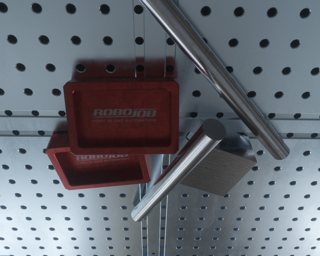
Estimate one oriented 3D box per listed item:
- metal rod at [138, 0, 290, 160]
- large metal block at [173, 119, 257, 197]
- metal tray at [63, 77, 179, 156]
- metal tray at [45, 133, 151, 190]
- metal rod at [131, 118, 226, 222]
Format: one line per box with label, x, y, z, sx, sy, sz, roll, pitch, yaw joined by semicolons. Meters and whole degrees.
metal rod;0.078;-0.052;0.368;0.025;0.025;0.300;-33;123;24
large metal block;0.073;0.044;0.434;0.081;0.050;0.079;19;127;-16
metal tray;-0.043;-0.014;0.374;0.131;0.030;0.089;-1;108;0
metal tray;-0.083;0.045;0.445;0.131;0.030;0.089;-6;130;4
metal rod;0.007;0.077;0.422;0.025;0.025;0.298;14;146;-12
